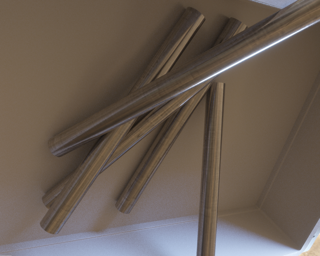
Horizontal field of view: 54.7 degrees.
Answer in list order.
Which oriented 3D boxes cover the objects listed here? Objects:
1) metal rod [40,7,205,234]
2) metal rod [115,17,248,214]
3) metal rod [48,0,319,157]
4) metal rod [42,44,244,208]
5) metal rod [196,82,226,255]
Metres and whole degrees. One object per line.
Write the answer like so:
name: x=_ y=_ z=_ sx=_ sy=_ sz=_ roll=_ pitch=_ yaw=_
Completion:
metal rod: x=-0.044 y=-0.007 z=0.357 sx=0.025 sy=0.025 sz=0.299 roll=33 pitch=92 yaw=-39
metal rod: x=0.022 y=-0.007 z=0.418 sx=0.025 sy=0.025 sz=0.299 roll=21 pitch=107 yaw=-37
metal rod: x=0.006 y=-0.040 z=0.308 sx=0.300 sy=0.025 sz=0.025 roll=-26 pitch=133 yaw=20
metal rod: x=-0.024 y=0.000 z=0.380 sx=0.300 sy=0.025 sz=0.025 roll=-40 pitch=130 yaw=5
metal rod: x=0.067 y=0.089 z=0.421 sx=0.025 sy=0.025 sz=0.298 roll=2 pitch=92 yaw=-30
